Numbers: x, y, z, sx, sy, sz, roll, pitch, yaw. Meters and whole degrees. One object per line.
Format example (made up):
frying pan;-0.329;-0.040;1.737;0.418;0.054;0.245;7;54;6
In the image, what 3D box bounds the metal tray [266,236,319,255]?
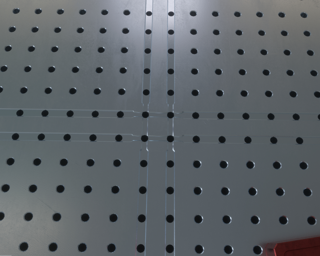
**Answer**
metal tray;0.197;0.168;0.348;0.131;0.030;0.090;-8;70;-3
